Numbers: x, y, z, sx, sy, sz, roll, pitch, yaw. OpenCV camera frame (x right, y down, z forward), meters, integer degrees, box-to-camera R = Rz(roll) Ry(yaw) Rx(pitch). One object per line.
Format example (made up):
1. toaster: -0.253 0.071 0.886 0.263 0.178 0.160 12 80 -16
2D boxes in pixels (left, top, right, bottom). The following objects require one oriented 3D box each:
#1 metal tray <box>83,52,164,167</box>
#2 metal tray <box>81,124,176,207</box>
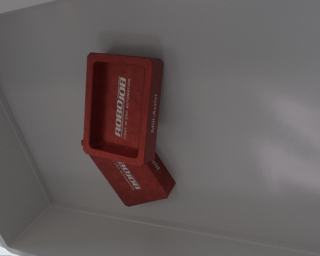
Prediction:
1. metal tray: -0.048 -0.025 0.387 0.090 0.030 0.129 10 103 22
2. metal tray: -0.047 0.053 0.463 0.090 0.030 0.130 -22 107 36
